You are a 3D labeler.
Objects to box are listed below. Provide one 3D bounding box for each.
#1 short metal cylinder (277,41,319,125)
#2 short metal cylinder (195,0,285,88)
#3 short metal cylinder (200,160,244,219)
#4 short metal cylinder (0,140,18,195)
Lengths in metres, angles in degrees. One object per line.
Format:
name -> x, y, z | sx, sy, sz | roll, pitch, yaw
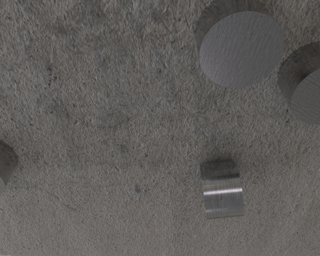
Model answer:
short metal cylinder -> 0.181, -0.050, 0.350 | 0.081, 0.050, 0.079 | 0, 130, 0
short metal cylinder -> 0.078, -0.088, 0.316 | 0.081, 0.050, 0.079 | 0, 130, 0
short metal cylinder -> 0.088, 0.089, 0.447 | 0.050, 0.080, 0.080 | -7, 130, 6
short metal cylinder -> -0.251, 0.055, 0.436 | 0.081, 0.050, 0.079 | 0, 130, 0
